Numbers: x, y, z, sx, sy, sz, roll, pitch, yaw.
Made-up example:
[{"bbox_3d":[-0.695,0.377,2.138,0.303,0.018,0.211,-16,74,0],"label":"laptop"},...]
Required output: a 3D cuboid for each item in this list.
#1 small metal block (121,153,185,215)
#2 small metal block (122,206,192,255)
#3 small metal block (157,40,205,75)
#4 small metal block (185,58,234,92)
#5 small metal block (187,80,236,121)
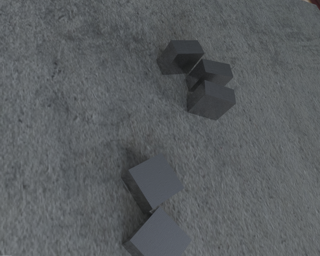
[{"bbox_3d":[-0.008,0.064,0.362,0.050,0.025,0.050,-25,75,-37],"label":"small metal block"},{"bbox_3d":[-0.003,0.122,0.329,0.050,0.025,0.050,46,51,3],"label":"small metal block"},{"bbox_3d":[0.031,-0.107,0.472,0.050,0.050,0.025,-10,67,-33],"label":"small metal block"},{"bbox_3d":[0.075,-0.077,0.478,0.050,0.050,0.025,5,60,-26],"label":"small metal block"},{"bbox_3d":[0.074,-0.039,0.454,0.050,0.050,0.025,15,56,-21],"label":"small metal block"}]
